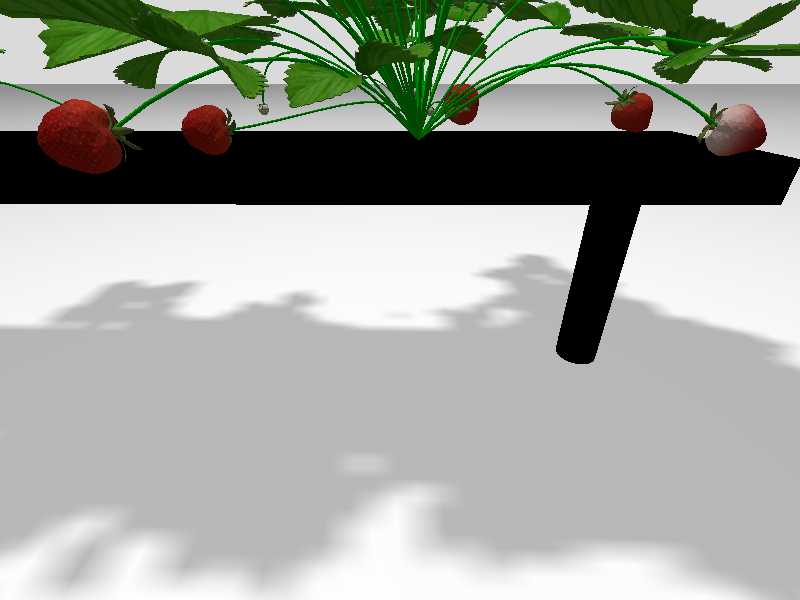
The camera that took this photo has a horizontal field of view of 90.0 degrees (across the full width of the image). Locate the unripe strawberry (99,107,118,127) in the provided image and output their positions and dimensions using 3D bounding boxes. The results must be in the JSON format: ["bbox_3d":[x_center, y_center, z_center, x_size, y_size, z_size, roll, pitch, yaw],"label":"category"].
[{"bbox_3d":[-0.253,-0.151,0.339,0.022,0.023,0.020,7,28,-11],"label":"unripe strawberry"}]

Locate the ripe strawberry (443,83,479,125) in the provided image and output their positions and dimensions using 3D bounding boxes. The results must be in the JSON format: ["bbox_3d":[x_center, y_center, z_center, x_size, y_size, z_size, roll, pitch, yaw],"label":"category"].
[{"bbox_3d":[0.067,-0.210,0.430,0.038,0.040,0.041,11,31,19],"label":"ripe strawberry"}]

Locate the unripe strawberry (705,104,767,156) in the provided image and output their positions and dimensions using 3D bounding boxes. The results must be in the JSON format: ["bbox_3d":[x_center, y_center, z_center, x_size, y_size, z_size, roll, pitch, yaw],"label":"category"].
[{"bbox_3d":[0.218,-0.108,0.258,0.032,0.031,0.030,21,34,10],"label":"unripe strawberry"}]

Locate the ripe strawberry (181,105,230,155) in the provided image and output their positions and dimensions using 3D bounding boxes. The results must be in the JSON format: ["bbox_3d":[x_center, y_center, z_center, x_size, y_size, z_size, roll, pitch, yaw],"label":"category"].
[{"bbox_3d":[-0.126,-0.110,0.260,0.028,0.030,0.026,-14,33,-23],"label":"ripe strawberry"}]

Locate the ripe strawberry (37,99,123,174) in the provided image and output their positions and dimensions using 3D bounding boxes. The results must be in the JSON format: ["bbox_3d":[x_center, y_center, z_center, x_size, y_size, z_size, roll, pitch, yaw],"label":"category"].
[{"bbox_3d":[-0.166,-0.083,0.208,0.034,0.035,0.031,-28,39,-24],"label":"ripe strawberry"}]

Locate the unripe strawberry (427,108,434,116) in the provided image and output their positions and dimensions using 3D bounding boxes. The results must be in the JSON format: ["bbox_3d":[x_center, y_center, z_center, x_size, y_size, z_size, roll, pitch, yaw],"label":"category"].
[{"bbox_3d":[0.035,-0.218,0.463,0.009,0.010,0.010,3,30,6],"label":"unripe strawberry"}]

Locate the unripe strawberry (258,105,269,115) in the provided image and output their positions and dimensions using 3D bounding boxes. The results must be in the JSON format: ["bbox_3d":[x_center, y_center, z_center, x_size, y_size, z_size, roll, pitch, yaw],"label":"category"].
[{"bbox_3d":[-0.141,-0.197,0.415,0.010,0.010,0.011,19,35,30],"label":"unripe strawberry"}]

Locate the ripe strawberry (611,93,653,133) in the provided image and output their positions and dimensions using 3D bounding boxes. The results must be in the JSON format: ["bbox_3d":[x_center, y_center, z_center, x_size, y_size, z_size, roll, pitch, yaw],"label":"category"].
[{"bbox_3d":[0.207,-0.164,0.355,0.035,0.030,0.035,33,17,-27],"label":"ripe strawberry"}]

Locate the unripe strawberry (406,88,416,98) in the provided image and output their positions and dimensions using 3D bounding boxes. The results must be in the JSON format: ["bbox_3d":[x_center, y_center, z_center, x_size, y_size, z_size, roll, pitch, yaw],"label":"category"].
[{"bbox_3d":[0.017,-0.261,0.526,0.026,0.030,0.028,0,18,0],"label":"unripe strawberry"}]
